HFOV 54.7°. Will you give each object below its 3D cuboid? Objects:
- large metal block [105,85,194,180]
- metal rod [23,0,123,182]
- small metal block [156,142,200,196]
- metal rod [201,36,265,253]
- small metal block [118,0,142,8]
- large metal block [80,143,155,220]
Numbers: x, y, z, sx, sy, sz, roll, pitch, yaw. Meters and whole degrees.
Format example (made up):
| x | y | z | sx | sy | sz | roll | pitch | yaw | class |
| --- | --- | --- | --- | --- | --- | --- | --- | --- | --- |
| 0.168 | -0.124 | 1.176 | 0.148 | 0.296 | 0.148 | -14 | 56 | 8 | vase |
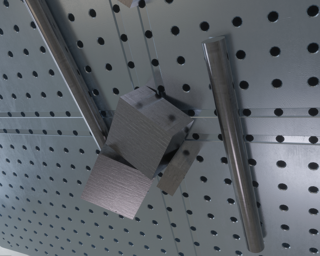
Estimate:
| x | y | z | sx | sy | sz | roll | pitch | yaw | class |
| --- | --- | --- | --- | --- | --- | --- | --- | --- | --- |
| -0.015 | 0.005 | 0.398 | 0.080 | 0.050 | 0.079 | 37 | 130 | 16 | large metal block |
| -0.114 | -0.052 | 0.439 | 0.025 | 0.025 | 0.299 | -10 | 114 | 32 | metal rod |
| 0.024 | 0.055 | 0.416 | 0.025 | 0.050 | 0.050 | 31 | 129 | 8 | small metal block |
| 0.096 | 0.038 | 0.384 | 0.025 | 0.025 | 0.298 | -3 | 117 | 29 | metal rod |
| -0.038 | -0.165 | 0.329 | 0.050 | 0.025 | 0.050 | 35 | 129 | 5 | small metal block |
| -0.057 | 0.072 | 0.446 | 0.080 | 0.050 | 0.079 | 24 | 113 | -5 | large metal block |
